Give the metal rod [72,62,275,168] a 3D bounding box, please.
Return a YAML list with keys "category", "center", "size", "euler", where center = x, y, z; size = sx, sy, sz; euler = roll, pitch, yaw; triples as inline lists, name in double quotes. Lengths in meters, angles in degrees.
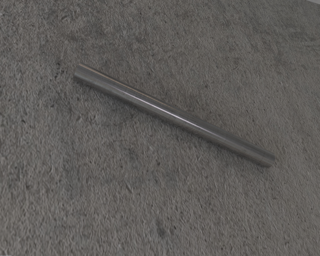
- category: "metal rod"
  center: [0.029, -0.012, 0.425]
  size: [0.301, 0.025, 0.025]
  euler: [24, 53, -13]
